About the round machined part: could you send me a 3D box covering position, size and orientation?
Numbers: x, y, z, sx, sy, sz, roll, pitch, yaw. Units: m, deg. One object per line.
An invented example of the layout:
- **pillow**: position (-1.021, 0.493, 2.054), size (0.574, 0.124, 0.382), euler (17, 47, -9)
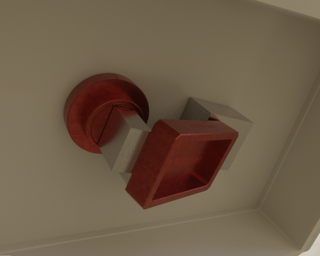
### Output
- **round machined part**: position (-0.057, -0.010, 0.359), size (0.099, 0.042, 0.097), euler (-14, 125, -21)

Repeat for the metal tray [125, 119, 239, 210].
- **metal tray**: position (0.030, 0.037, 0.353), size (0.131, 0.030, 0.089), euler (0, 121, -51)

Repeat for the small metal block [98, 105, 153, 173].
- **small metal block**: position (-0.038, 0.012, 0.323), size (0.025, 0.050, 0.050), euler (13, 112, -34)

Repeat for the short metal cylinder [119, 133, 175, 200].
- **short metal cylinder**: position (-0.011, 0.049, 0.401), size (0.081, 0.050, 0.080), euler (-26, 145, -20)

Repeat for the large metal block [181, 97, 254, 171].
- **large metal block**: position (0.071, 0.010, 0.436), size (0.081, 0.050, 0.079), euler (10, 113, -33)
